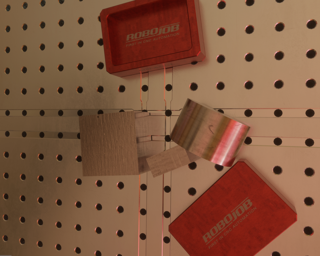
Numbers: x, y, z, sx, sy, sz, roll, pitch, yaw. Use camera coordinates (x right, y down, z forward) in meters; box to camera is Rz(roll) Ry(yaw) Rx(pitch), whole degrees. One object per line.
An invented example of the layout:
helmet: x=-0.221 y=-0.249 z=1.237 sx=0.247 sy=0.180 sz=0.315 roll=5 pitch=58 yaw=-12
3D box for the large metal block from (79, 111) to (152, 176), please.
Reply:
large metal block: x=-0.058 y=0.021 z=0.419 sx=0.080 sy=0.050 sz=0.080 roll=-5 pitch=89 yaw=19

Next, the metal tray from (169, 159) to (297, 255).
metal tray: x=0.086 y=0.113 z=0.379 sx=0.130 sy=0.030 sz=0.090 roll=-46 pitch=76 yaw=13

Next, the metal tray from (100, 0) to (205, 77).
metal tray: x=-0.012 y=-0.125 z=0.413 sx=0.130 sy=0.030 sz=0.089 roll=-8 pitch=88 yaw=19

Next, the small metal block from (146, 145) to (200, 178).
small metal block: x=0.018 y=0.039 z=0.392 sx=0.050 sy=0.050 sz=0.025 roll=-24 pitch=82 yaw=18

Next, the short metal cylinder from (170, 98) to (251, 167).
short metal cylinder: x=0.058 y=0.004 z=0.362 sx=0.080 sy=0.080 sz=0.050 roll=27 pitch=99 yaw=17
